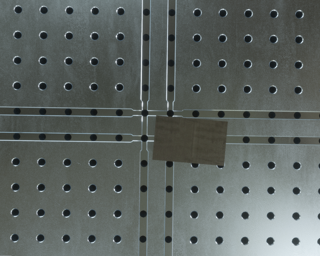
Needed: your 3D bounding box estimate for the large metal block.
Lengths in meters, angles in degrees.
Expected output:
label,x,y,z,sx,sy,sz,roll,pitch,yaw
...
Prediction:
label,x,y,z,sx,sy,sz,roll,pitch,yaw
large metal block,0.034,0.014,0.386,0.080,0.080,0.050,5,90,0
